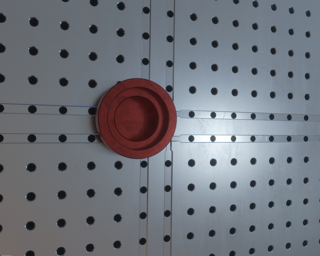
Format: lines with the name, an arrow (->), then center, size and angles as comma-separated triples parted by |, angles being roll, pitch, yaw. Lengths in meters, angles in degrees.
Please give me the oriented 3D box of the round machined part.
round machined part -> -0.032, -0.011, 0.392 | 0.099, 0.042, 0.097 | 0, 90, -20
